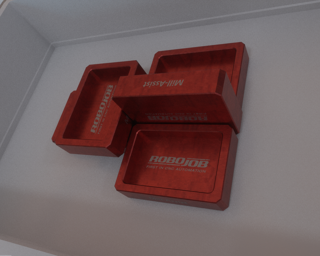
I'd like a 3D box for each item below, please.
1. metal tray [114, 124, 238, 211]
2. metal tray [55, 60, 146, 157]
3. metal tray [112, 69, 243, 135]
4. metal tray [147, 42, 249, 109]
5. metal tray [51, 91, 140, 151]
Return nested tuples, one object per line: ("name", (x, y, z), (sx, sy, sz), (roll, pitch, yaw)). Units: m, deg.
("metal tray", (0.019, 0.041, 0.364), (0.130, 0.030, 0.090), (1, 62, 28))
("metal tray", (-0.077, -0.028, 0.417), (0.090, 0.030, 0.130), (1, 62, 28))
("metal tray", (0.022, -0.026, 0.365), (0.130, 0.090, 0.030), (1, 63, 28))
("metal tray", (0.046, -0.065, 0.416), (0.130, 0.030, 0.090), (1, 62, 28))
("metal tray", (-0.086, -0.012, 0.449), (0.130, 0.030, 0.090), (1, 62, 28))
